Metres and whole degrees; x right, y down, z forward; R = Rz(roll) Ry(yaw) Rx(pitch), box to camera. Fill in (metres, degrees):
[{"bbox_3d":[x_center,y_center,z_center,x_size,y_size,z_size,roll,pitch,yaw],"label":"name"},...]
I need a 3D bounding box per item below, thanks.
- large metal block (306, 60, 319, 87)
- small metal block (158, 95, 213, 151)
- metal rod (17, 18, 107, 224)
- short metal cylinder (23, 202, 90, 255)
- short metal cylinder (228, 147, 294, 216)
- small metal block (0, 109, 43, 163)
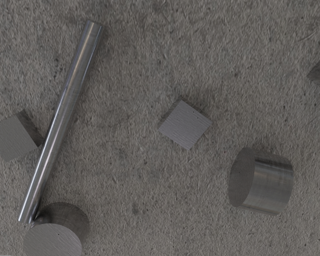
[{"bbox_3d":[0.244,-0.068,0.374,0.080,0.050,0.080,32,107,-11],"label":"large metal block"},{"bbox_3d":[0.032,-0.007,0.408,0.050,0.025,0.050,35,106,-12],"label":"small metal block"},{"bbox_3d":[-0.136,0.004,0.410,0.025,0.025,0.298,23,108,-8],"label":"metal rod"},{"bbox_3d":[-0.149,0.157,0.453,0.081,0.050,0.079,0,110,0],"label":"short metal cylinder"},{"bbox_3d":[0.130,0.070,0.408,0.050,0.080,0.079,15,109,-6],"label":"short metal cylinder"},{"bbox_3d":[-0.193,0.011,0.412,0.050,0.025,0.050,-24,109,8],"label":"small metal block"}]
